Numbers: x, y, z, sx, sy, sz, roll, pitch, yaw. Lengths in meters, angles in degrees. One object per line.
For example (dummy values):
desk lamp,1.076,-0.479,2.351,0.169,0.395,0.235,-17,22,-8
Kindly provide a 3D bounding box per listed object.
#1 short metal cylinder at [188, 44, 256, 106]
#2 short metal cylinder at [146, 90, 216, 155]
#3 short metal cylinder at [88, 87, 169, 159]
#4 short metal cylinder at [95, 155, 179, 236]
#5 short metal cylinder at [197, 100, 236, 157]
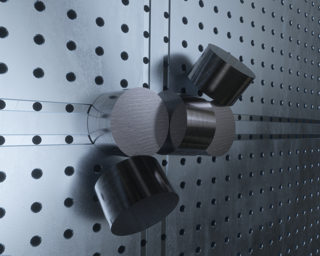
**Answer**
short metal cylinder,0.087,-0.075,0.440,0.081,0.080,0.050,11,125,-40
short metal cylinder,0.024,-0.005,0.395,0.050,0.080,0.080,6,86,-40
short metal cylinder,-0.036,-0.006,0.363,0.081,0.050,0.079,0,90,-40
short metal cylinder,-0.026,0.076,0.346,0.081,0.050,0.080,-21,144,-16
short metal cylinder,0.064,0.000,0.448,0.081,0.050,0.079,0,90,-40
